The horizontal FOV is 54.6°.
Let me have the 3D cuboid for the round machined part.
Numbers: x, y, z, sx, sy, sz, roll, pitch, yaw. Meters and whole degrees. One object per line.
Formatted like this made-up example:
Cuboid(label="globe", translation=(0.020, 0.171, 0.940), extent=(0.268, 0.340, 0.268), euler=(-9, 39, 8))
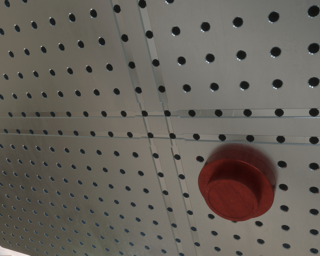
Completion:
Cuboid(label="round machined part", translation=(0.096, 0.081, 0.400), extent=(0.098, 0.042, 0.097), euler=(13, 124, 21))
